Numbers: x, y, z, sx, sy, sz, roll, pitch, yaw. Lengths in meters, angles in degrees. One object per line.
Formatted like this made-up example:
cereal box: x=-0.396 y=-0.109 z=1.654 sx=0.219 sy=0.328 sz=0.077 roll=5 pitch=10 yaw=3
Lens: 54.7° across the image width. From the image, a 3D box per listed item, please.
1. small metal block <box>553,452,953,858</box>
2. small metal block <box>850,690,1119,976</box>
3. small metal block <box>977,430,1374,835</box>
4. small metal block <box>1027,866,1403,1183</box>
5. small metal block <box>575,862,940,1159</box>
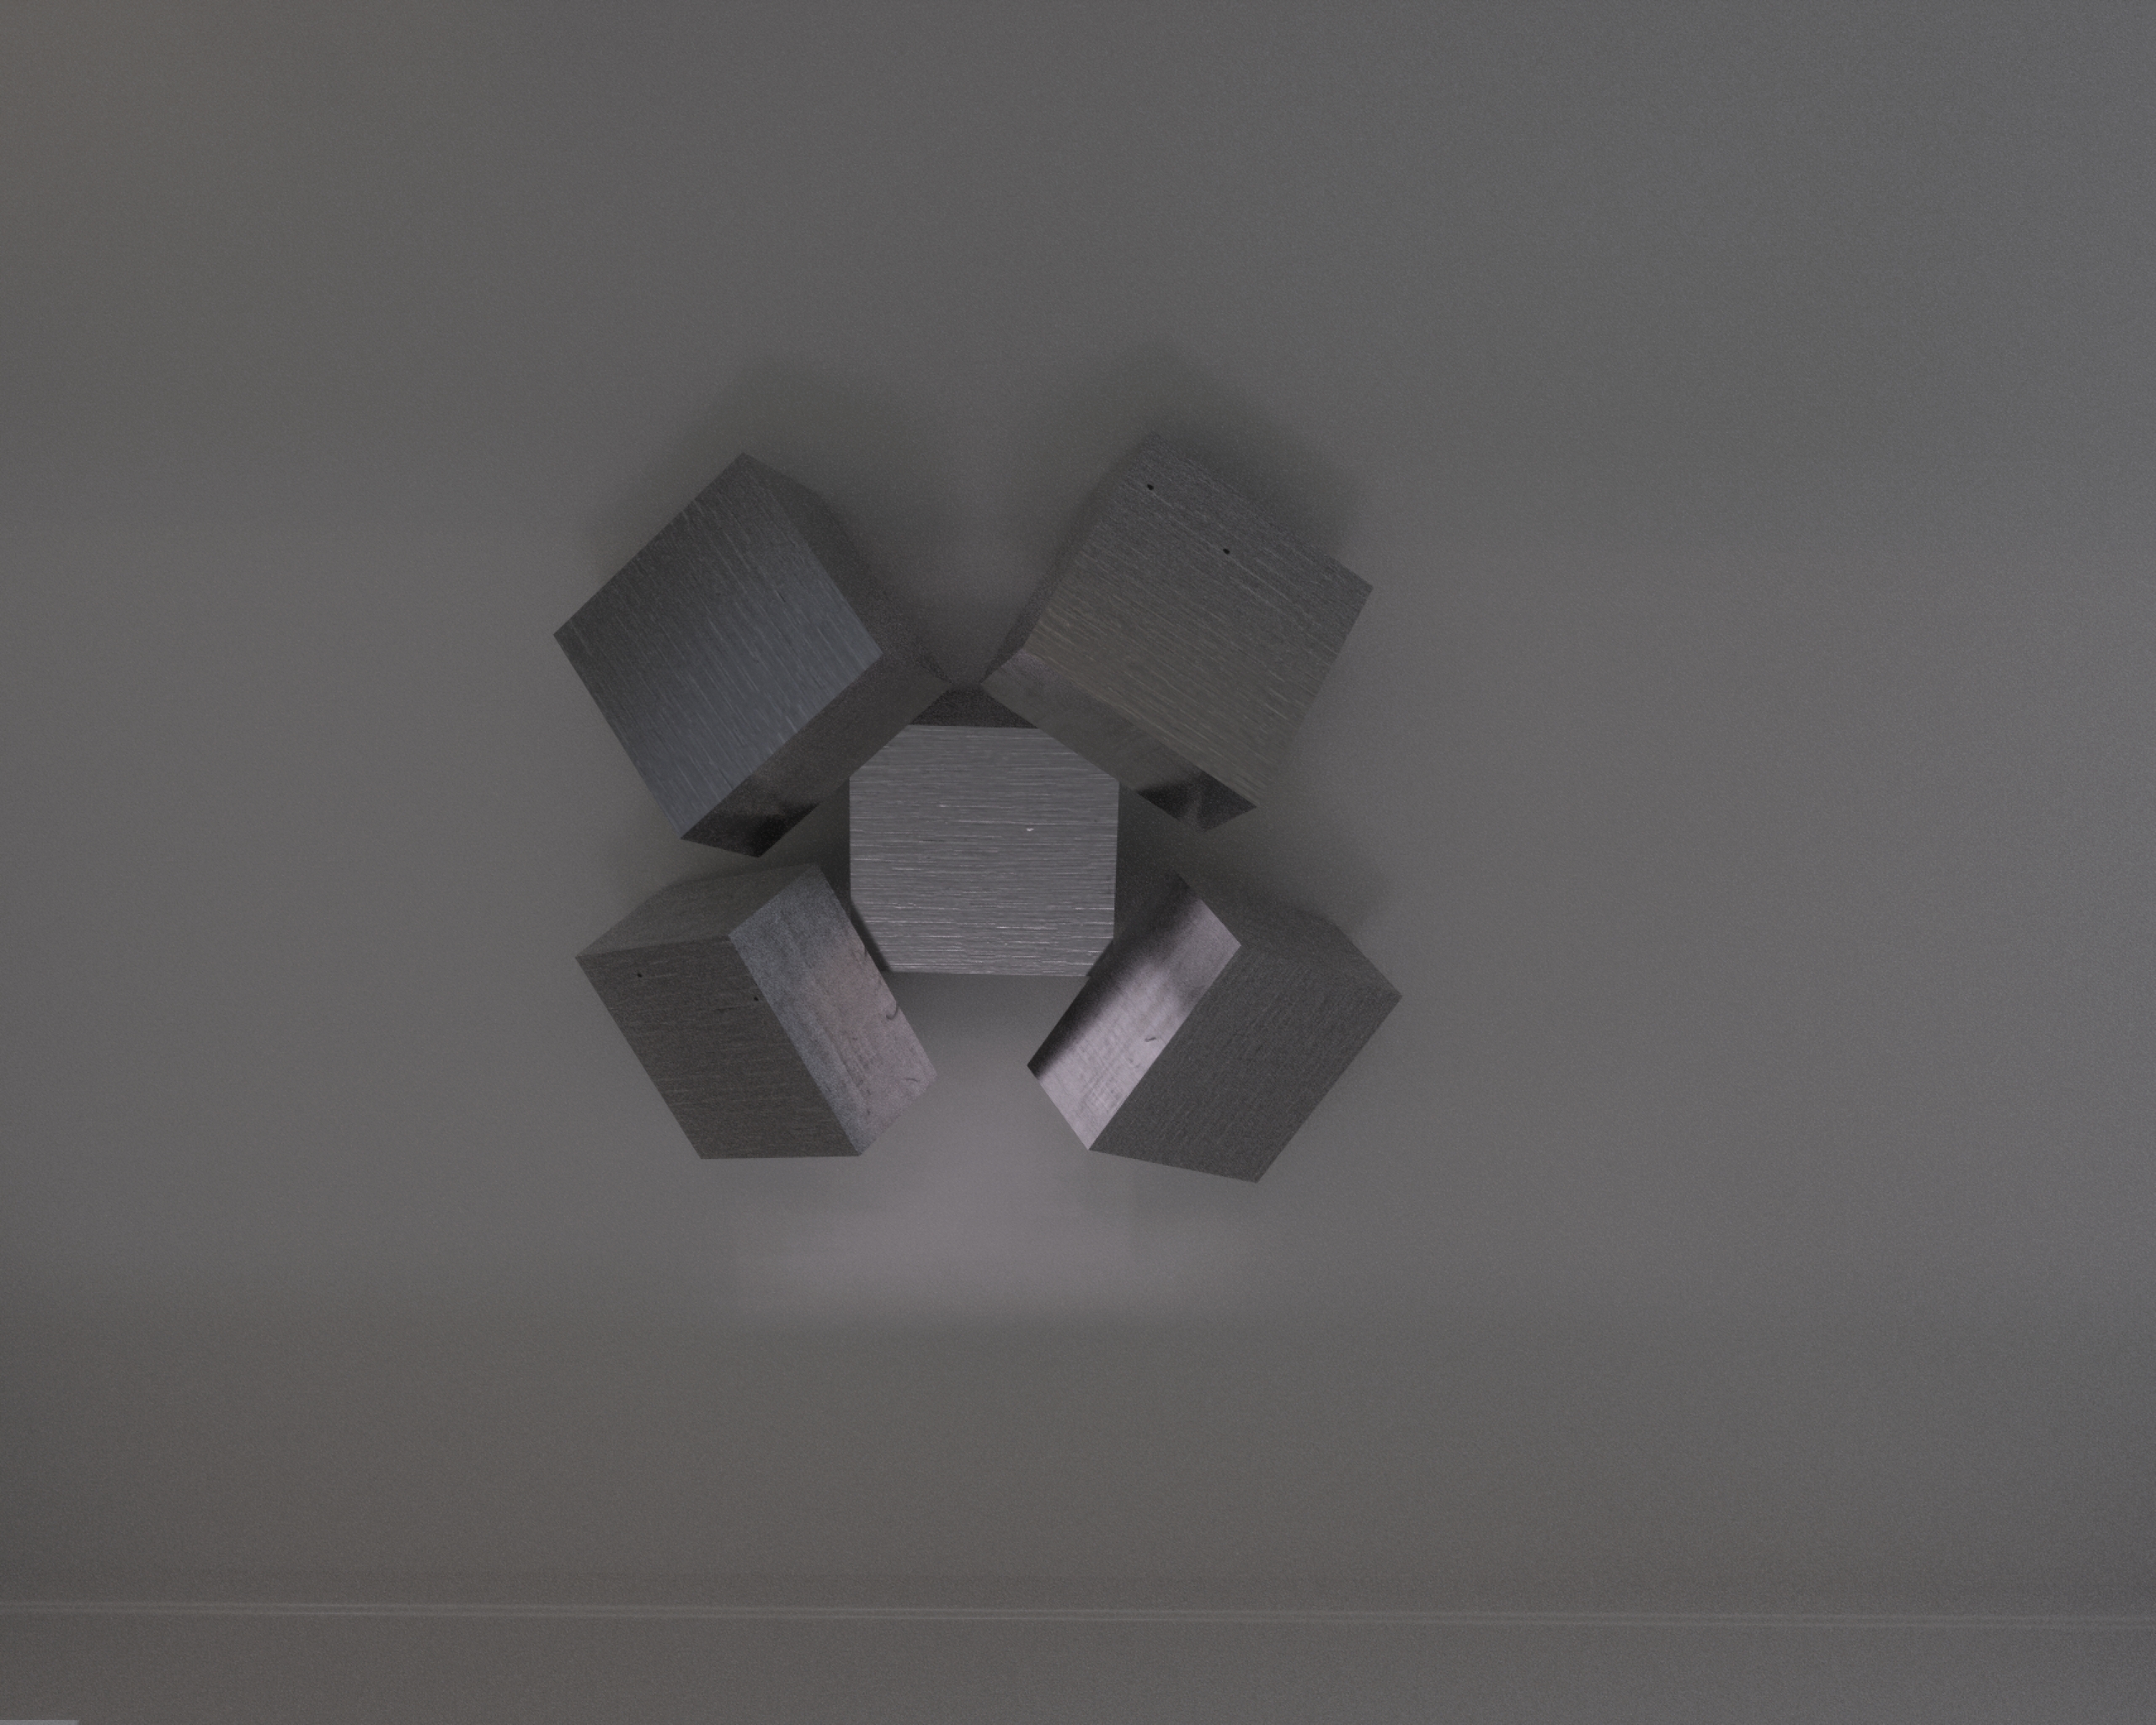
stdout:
small metal block: x=-0.060 y=-0.037 z=0.381 sx=0.050 sy=0.025 sz=0.050 roll=-41 pitch=68 yaw=14
small metal block: x=-0.018 y=-0.006 z=0.406 sx=0.050 sy=0.025 sz=0.050 roll=1 pitch=110 yaw=-1
small metal block: x=0.018 y=-0.041 z=0.381 sx=0.050 sy=0.025 sz=0.050 roll=33 pitch=69 yaw=-12
small metal block: x=0.027 y=0.033 z=0.410 sx=0.050 sy=0.025 sz=0.050 roll=19 pitch=113 yaw=-44
small metal block: x=-0.063 y=0.030 z=0.407 sx=0.050 sy=0.025 sz=0.050 roll=-9 pitch=116 yaw=44
